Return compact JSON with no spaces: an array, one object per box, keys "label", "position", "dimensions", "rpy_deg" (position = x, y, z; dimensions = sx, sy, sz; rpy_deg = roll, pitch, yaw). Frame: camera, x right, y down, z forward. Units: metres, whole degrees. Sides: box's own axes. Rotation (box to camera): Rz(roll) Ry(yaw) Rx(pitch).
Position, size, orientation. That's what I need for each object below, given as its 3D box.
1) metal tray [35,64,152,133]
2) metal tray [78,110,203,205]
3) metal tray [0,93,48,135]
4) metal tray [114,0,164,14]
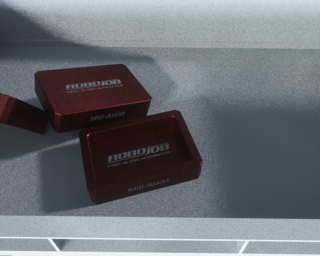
[{"label":"metal tray","position":[-0.089,-0.045,0.416],"dimensions":[0.131,0.030,0.090],"rpy_deg":[-13,49,-32]},{"label":"metal tray","position":[-0.025,0.031,0.375],"dimensions":[0.131,0.030,0.090],"rpy_deg":[-12,51,-11]},{"label":"metal tray","position":[-0.216,-0.029,0.380],"dimensions":[0.131,0.090,0.030],"rpy_deg":[16,83,10]},{"label":"metal tray","position":[-0.057,-0.293,0.650],"dimensions":[0.091,0.030,0.130],"rpy_deg":[-17,52,-14]}]
